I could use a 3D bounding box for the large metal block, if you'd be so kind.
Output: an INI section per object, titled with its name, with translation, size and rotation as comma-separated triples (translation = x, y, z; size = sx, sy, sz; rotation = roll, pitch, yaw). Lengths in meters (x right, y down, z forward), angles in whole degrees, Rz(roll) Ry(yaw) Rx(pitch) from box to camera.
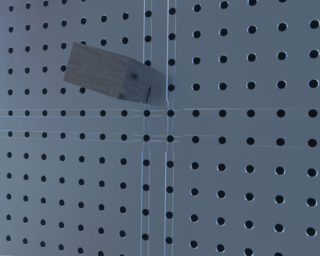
[large metal block]
translation = -0.063, -0.070, 0.406
size = 0.080, 0.080, 0.050
rotation = 20, 97, 19
